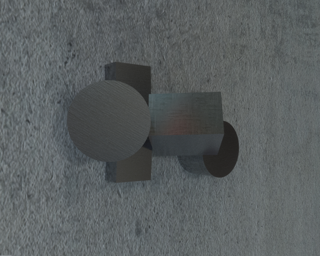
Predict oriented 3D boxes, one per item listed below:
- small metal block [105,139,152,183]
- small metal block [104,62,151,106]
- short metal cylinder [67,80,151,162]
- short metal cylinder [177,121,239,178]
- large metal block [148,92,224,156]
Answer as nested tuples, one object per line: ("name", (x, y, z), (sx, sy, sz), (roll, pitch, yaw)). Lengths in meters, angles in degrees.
("small metal block", (-0.038, 0.038, 0.376), (0.050, 0.025, 0.050), (4, 88, -40))
("small metal block", (-0.038, -0.051, 0.375), (0.050, 0.025, 0.050), (-2, 91, -40))
("short metal cylinder", (-0.051, -0.007, 0.325), (0.081, 0.050, 0.079), (0, 91, -5))
("short metal cylinder", (0.070, 0.029, 0.451), (0.081, 0.050, 0.079), (0, 90, -40))
("large metal block", (0.031, -0.002, 0.374), (0.080, 0.080, 0.050), (78, 11, -68))
